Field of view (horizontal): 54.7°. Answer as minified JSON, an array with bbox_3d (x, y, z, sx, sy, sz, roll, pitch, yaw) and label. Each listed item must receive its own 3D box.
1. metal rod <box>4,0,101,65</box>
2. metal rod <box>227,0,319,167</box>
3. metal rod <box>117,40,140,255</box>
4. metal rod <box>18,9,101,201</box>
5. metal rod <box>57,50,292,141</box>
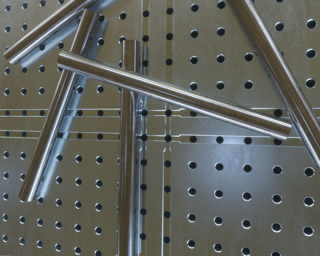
[{"bbox_3d":[-0.113,-0.183,0.451,0.300,0.025,0.025,-30,81,17],"label":"metal rod"},{"bbox_3d":[0.125,-0.095,0.368,0.025,0.025,0.299,-28,81,17],"label":"metal rod"},{"bbox_3d":[-0.043,0.031,0.426,0.025,0.025,0.298,2,91,19],"label":"metal rod"},{"bbox_3d":[-0.153,-0.029,0.464,0.025,0.025,0.298,24,98,18],"label":"metal rod"},{"bbox_3d":[0.009,-0.044,0.389,0.301,0.025,0.025,19,96,11],"label":"metal rod"}]
